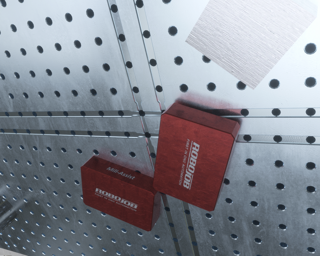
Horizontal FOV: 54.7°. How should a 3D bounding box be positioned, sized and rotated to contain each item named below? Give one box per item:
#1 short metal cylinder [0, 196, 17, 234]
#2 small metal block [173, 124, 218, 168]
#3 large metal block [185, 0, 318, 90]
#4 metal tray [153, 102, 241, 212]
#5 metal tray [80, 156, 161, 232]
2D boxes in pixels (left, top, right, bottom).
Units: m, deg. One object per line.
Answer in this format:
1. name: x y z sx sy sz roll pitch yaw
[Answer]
1. short metal cylinder: -0.383 0.202 0.717 0.080 0.050 0.079 13 124 20
2. small metal block: 0.048 0.018 0.396 0.050 0.025 0.050 20 126 16
3. large metal block: 0.084 -0.097 0.290 0.080 0.050 0.079 36 129 3
4. metal tray: 0.042 0.040 0.400 0.090 0.030 0.129 19 126 17
5. metal tray: -0.065 0.107 0.506 0.130 0.030 0.089 18 125 17
